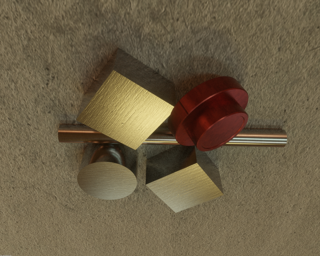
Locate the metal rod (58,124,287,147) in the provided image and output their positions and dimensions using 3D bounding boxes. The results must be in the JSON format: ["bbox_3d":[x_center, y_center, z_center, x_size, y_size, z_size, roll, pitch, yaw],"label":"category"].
[{"bbox_3d":[0.018,0.011,0.420,0.302,0.025,0.025,1,130,-2],"label":"metal rod"}]

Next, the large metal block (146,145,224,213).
[{"bbox_3d":[0.036,0.071,0.453,0.080,0.050,0.080,-26,126,20],"label":"large metal block"}]

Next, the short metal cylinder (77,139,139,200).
[{"bbox_3d":[-0.072,0.057,0.440,0.081,0.050,0.079,0,130,0],"label":"short metal cylinder"}]

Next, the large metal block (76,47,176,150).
[{"bbox_3d":[-0.038,-0.031,0.362,0.080,0.050,0.080,30,124,-23],"label":"large metal block"}]

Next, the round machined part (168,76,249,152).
[{"bbox_3d":[0.062,-0.009,0.360,0.099,0.042,0.098,-23,150,-14],"label":"round machined part"}]
